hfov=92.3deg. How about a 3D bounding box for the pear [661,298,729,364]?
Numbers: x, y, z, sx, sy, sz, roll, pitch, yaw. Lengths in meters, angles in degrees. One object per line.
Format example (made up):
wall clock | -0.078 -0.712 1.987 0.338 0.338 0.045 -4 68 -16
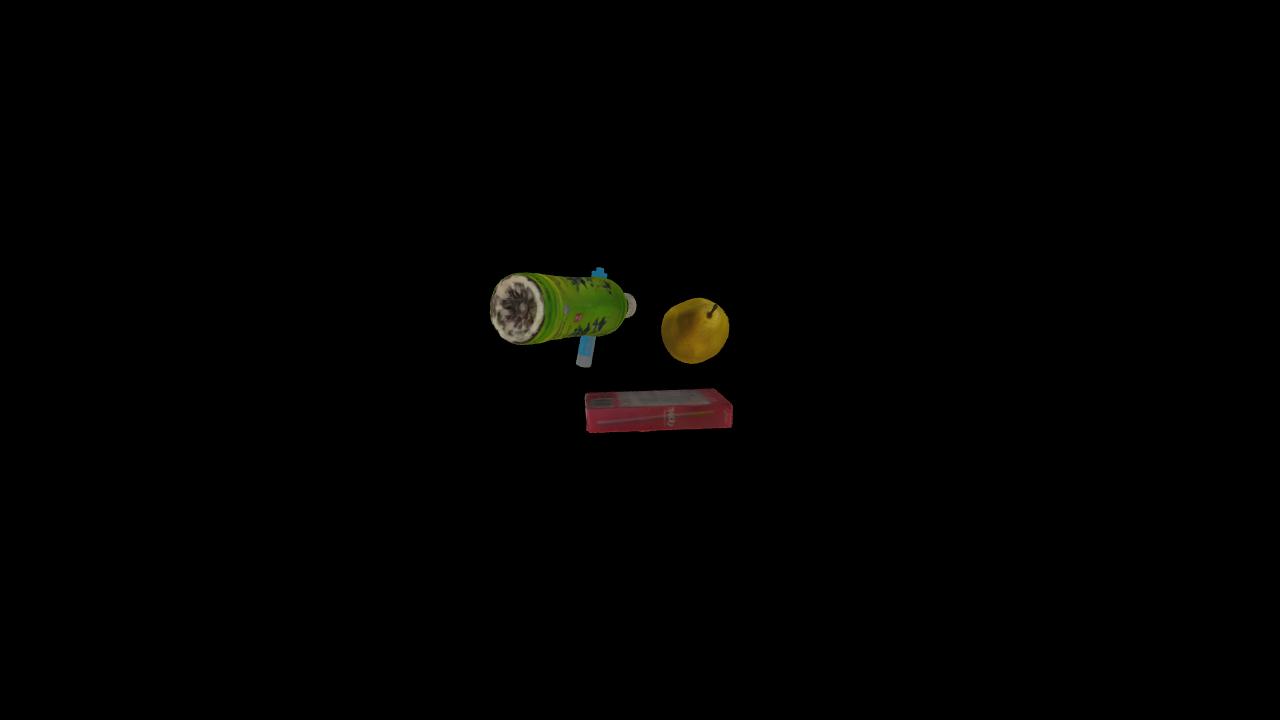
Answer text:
pear | 0.065 -0.036 0.686 0.080 0.080 0.111 0 -5 -1

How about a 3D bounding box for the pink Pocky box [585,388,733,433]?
pink Pocky box | 0.017 0.054 0.675 0.155 0.029 0.084 -2 9 -6

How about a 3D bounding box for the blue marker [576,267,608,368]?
blue marker | -0.057 -0.050 0.729 0.020 0.121 0.020 11 18 -3

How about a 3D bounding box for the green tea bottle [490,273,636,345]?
green tea bottle | -0.068 -0.057 0.663 0.073 0.073 0.212 0 7 27
